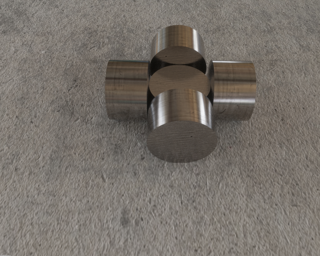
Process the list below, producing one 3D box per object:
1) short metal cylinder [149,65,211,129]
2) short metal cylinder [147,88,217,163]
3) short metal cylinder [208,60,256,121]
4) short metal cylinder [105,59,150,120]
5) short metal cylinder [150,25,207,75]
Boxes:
[{"bbox_3d":[0.026,-0.041,0.424,0.081,0.050,0.080,0,50,0],"label":"short metal cylinder"},{"bbox_3d":[0.025,-0.001,0.370,0.081,0.080,0.050,0,50,0],"label":"short metal cylinder"},{"bbox_3d":[0.091,-0.050,0.412,0.050,0.080,0.080,1,50,1],"label":"short metal cylinder"},{"bbox_3d":[-0.040,-0.050,0.411,0.050,0.080,0.080,1,50,1],"label":"short metal cylinder"},{"bbox_3d":[0.026,-0.102,0.454,0.081,0.080,0.050,1,51,0],"label":"short metal cylinder"}]
